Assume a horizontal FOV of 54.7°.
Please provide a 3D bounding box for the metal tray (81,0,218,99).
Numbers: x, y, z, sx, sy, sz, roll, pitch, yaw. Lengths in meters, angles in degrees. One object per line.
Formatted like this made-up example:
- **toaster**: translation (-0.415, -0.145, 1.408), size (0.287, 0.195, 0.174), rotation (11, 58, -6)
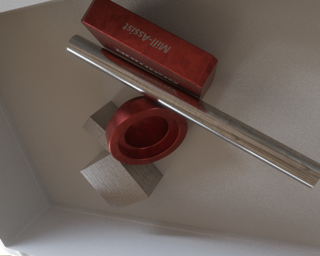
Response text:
- **metal tray**: translation (-0.007, -0.077, 0.321), size (0.130, 0.090, 0.030), rotation (30, 90, 8)

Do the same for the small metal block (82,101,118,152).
- **small metal block**: translation (-0.068, -0.003, 0.425), size (0.050, 0.050, 0.025), rotation (43, 129, -2)

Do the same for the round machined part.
- **round machined part**: translation (-0.019, -0.001, 0.383), size (0.042, 0.099, 0.097), rotation (64, 143, 40)

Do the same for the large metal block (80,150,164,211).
- **large metal block**: translation (-0.057, 0.068, 0.463), size (0.080, 0.050, 0.080), rotation (-30, 102, 37)

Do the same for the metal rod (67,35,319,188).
- **metal rod**: translation (0.023, -0.027, 0.331), size (0.301, 0.025, 0.025), rotation (30, 128, 15)
